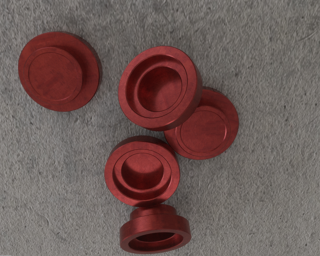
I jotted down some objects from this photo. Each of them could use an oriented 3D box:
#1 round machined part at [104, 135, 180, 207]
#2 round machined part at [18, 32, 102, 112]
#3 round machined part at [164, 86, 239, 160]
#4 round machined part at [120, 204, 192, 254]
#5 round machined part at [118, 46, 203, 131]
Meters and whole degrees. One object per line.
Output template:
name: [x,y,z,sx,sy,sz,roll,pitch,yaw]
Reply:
round machined part: [-0.023,0.055,0.421,0.099,0.042,0.097,0,110,0]
round machined part: [-0.123,-0.066,0.375,0.099,0.042,0.097,0,110,0]
round machined part: [0.053,-0.002,0.400,0.099,0.042,0.097,0,110,0]
round machined part: [-0.008,0.141,0.437,0.099,0.042,0.097,-5,141,-4]
round machined part: [0.003,-0.043,0.367,0.098,0.042,0.098,-6,75,23]
